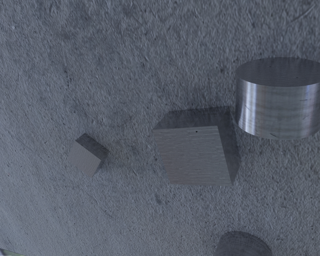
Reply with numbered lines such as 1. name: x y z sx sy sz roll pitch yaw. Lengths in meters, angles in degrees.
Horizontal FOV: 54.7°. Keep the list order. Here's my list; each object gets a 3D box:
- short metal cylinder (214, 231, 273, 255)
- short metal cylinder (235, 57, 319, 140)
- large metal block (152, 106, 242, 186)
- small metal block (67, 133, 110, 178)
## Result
1. short metal cylinder: 0.118 0.198 0.451 0.080 0.050 0.079 13 124 21
2. short metal cylinder: 0.113 -0.031 0.293 0.080 0.080 0.050 8 122 24
3. large metal block: 0.047 0.023 0.380 0.080 0.050 0.080 -4 117 30
4. small metal block: -0.115 0.044 0.495 0.050 0.025 0.050 36 129 3
